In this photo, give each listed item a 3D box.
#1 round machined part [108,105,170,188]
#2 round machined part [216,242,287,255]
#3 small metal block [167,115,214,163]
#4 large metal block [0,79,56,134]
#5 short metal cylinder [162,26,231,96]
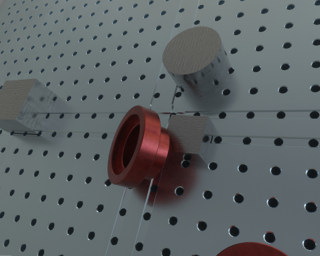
[{"bbox_3d":[-0.024,0.025,0.375,0.098,0.042,0.098,-44,35,43],"label":"round machined part"},{"bbox_3d":[0.080,0.148,0.264,0.098,0.042,0.098,-13,56,21],"label":"round machined part"},{"bbox_3d":[0.034,0.012,0.383,0.050,0.025,0.050,4,64,30],"label":"small metal block"},{"bbox_3d":[-0.243,-0.038,0.543,0.080,0.050,0.080,2,62,29],"label":"large metal block"},{"bbox_3d":[0.050,-0.090,0.421,0.080,0.050,0.080,-13,56,21],"label":"short metal cylinder"}]
